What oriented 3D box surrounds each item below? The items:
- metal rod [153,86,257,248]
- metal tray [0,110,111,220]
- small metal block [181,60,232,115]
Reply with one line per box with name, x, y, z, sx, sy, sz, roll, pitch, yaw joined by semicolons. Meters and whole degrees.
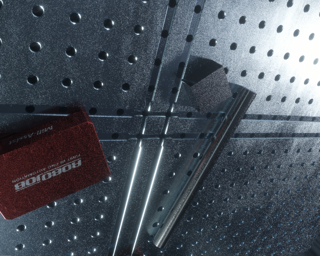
metal rod;0.064;0.072;0.492;0.025;0.025;0.298;15;110;-35
metal tray;-0.133;0.043;0.363;0.131;0.030;0.089;-22;127;-15
small metal block;0.063;-0.054;0.414;0.050;0.025;0.050;-34;129;-6
